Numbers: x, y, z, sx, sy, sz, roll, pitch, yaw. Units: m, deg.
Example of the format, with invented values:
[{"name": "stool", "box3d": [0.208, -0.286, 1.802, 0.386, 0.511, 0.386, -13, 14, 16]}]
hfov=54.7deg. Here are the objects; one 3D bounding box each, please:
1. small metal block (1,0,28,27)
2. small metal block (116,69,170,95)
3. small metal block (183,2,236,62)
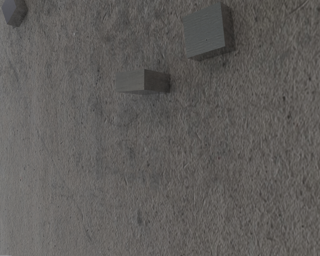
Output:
[{"name": "small metal block", "box3d": [-0.311, -0.254, 0.662, 0.050, 0.025, 0.050, -39, 66, 33]}, {"name": "small metal block", "box3d": [-0.022, -0.059, 0.407, 0.050, 0.050, 0.025, 1, 91, 40]}, {"name": "small metal block", "box3d": [0.056, -0.109, 0.358, 0.050, 0.025, 0.050, -8, 85, 39]}]
